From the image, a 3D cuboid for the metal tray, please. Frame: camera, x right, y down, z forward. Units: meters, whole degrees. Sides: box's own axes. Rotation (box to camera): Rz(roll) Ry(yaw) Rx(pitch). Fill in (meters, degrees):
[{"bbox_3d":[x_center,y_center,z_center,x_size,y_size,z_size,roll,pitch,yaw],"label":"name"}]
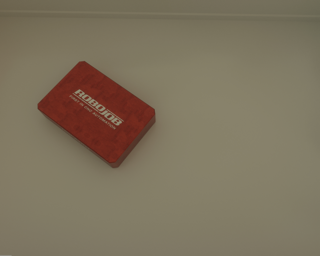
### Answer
[{"bbox_3d":[-0.082,-0.020,0.413,0.130,0.030,0.090,35,73,11],"label":"metal tray"}]
